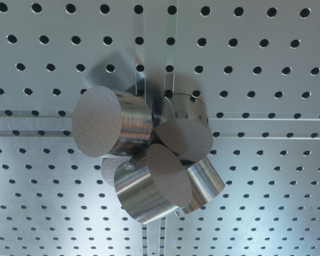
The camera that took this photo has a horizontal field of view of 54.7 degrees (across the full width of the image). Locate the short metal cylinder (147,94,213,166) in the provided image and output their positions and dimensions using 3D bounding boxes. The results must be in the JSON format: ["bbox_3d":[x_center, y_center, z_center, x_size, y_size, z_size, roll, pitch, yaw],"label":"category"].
[{"bbox_3d":[0.025,0.003,0.398,0.081,0.050,0.079,0,130,0],"label":"short metal cylinder"}]

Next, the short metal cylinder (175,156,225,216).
[{"bbox_3d":[0.043,0.078,0.434,0.080,0.080,0.050,-33,88,24],"label":"short metal cylinder"}]

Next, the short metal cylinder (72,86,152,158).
[{"bbox_3d":[-0.056,-0.005,0.361,0.080,0.080,0.050,-38,155,27],"label":"short metal cylinder"}]

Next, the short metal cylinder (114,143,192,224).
[{"bbox_3d":[-0.007,0.065,0.363,0.050,0.080,0.080,-34,123,25],"label":"short metal cylinder"}]

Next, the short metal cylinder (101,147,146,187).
[{"bbox_3d":[-0.038,0.043,0.431,0.081,0.050,0.079,0,130,0],"label":"short metal cylinder"}]
